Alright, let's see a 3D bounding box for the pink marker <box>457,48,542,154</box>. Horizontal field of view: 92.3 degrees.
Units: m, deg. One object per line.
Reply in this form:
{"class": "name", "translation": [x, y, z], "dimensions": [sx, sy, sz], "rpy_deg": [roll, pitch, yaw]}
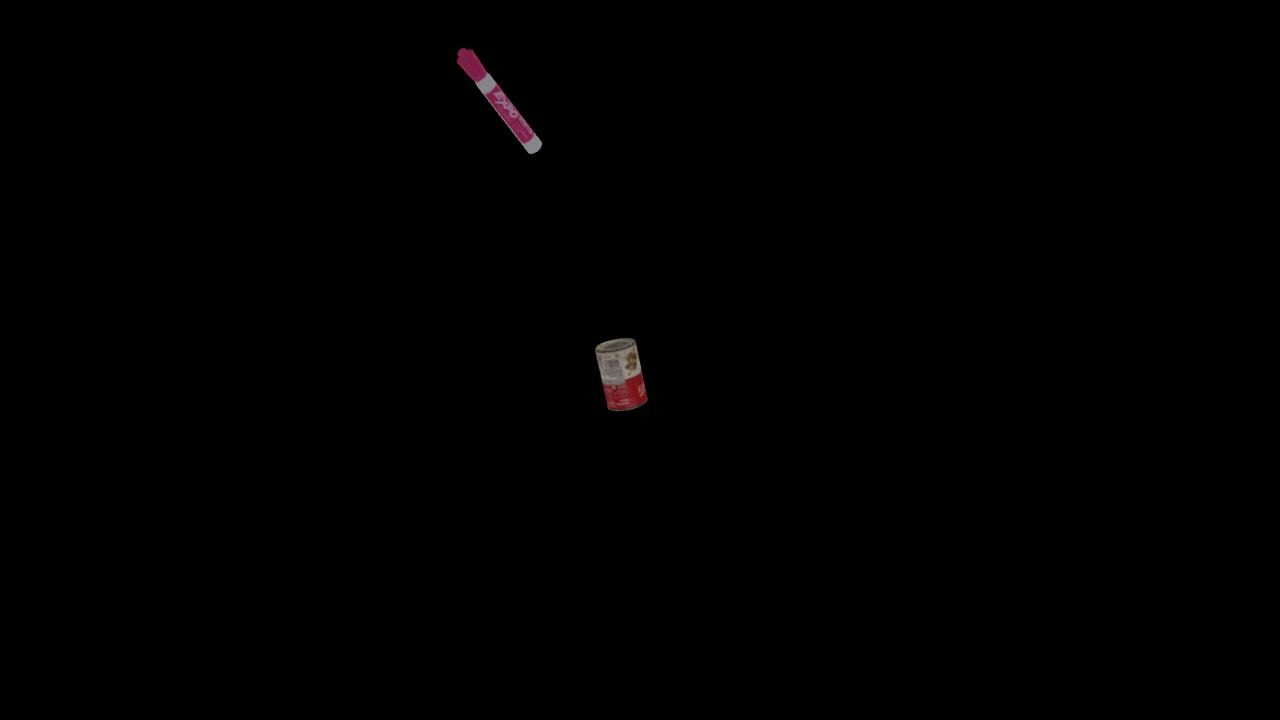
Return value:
{"class": "pink marker", "translation": [-0.138, -0.256, 0.612], "dimensions": [0.020, 0.020, 0.121], "rpy_deg": [0, -28, 29]}

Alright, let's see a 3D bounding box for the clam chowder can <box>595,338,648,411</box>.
{"class": "clam chowder can", "translation": [-0.030, 0.022, 0.983], "dimensions": [0.068, 0.102, 0.068], "rpy_deg": [-11, 15, 3]}
